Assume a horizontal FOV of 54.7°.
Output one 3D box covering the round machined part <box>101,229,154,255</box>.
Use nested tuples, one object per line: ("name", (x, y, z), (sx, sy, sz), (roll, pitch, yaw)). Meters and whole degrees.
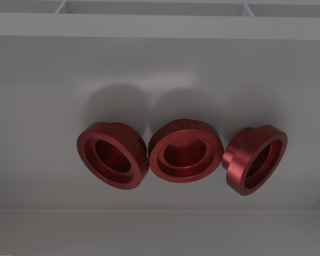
("round machined part", (-0.061, 0.231, 0.596), (0.099, 0.042, 0.097), (0, 130, 0))

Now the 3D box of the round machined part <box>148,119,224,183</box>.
("round machined part", (0.032, 0.026, 0.416), (0.099, 0.042, 0.097), (-4, 130, -4))

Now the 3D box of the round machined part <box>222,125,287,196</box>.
("round machined part", (0.120, 0.038, 0.410), (0.099, 0.042, 0.097), (-27, 136, -30))

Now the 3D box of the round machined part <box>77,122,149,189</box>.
("round machined part", (-0.057, 0.031, 0.407), (0.098, 0.042, 0.097), (19, 134, 21))
